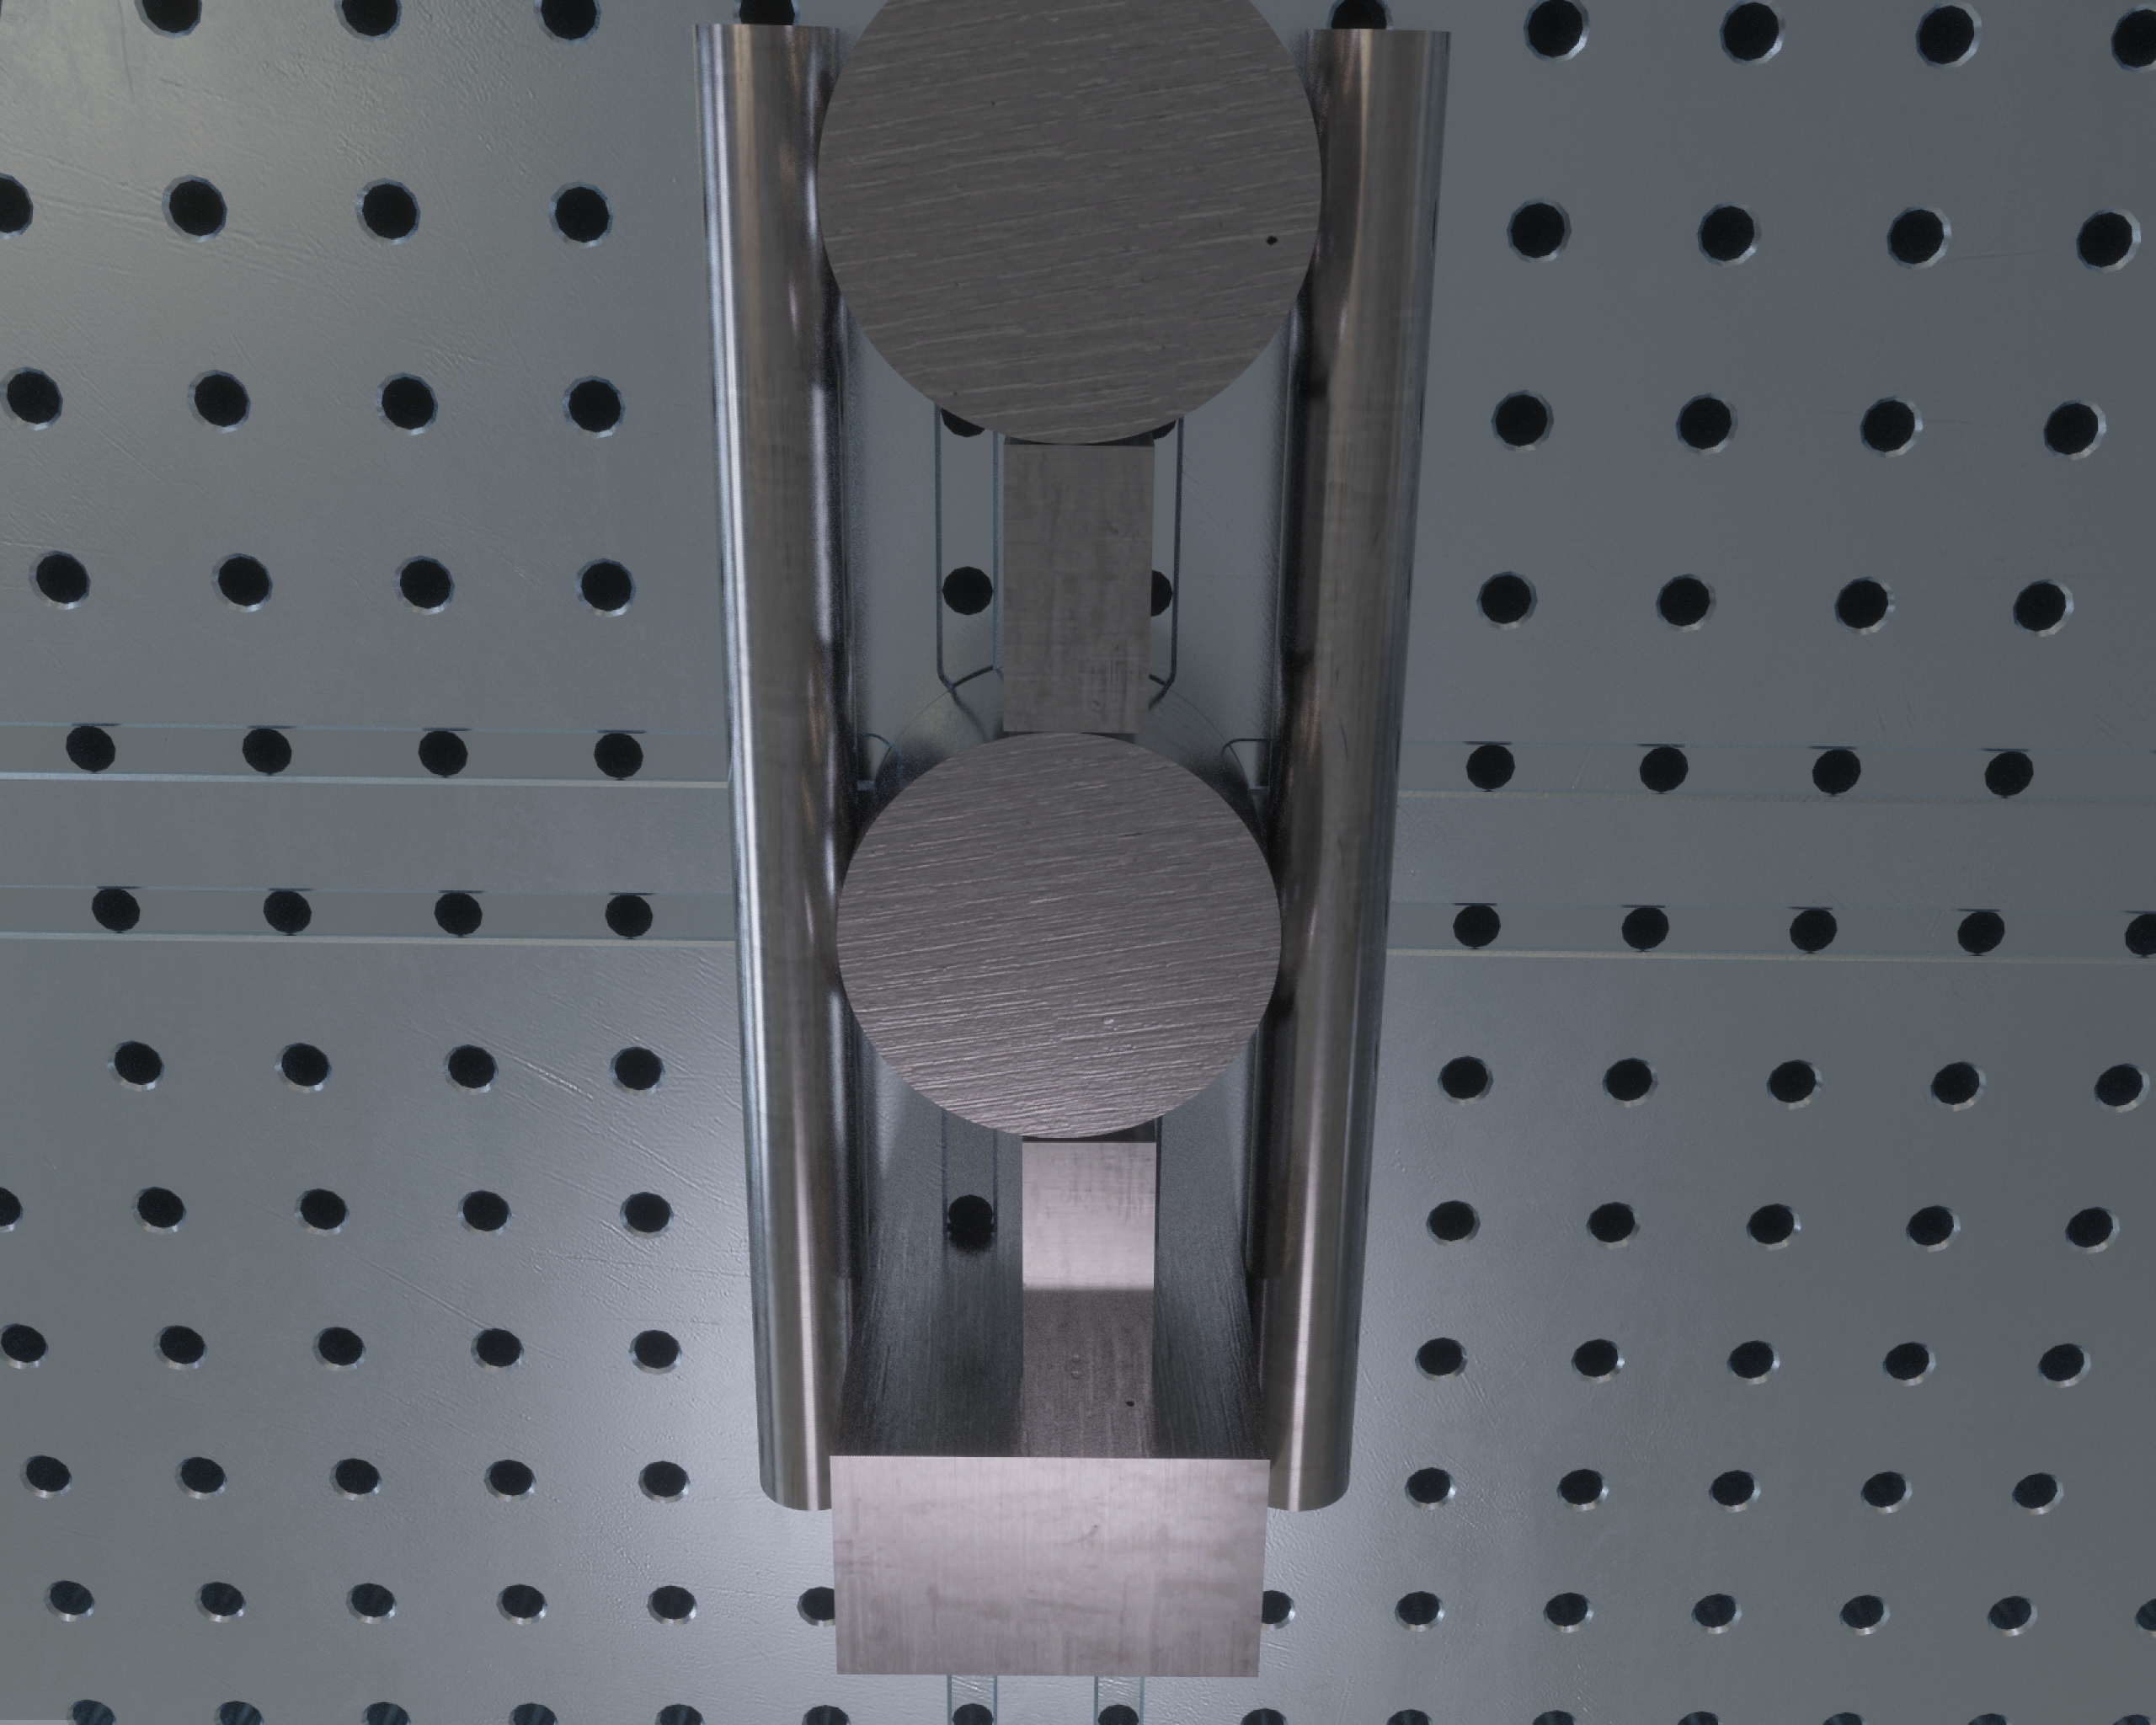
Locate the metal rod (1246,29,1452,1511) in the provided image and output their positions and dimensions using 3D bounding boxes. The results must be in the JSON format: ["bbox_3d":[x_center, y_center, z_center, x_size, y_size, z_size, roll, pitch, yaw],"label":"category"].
[{"bbox_3d":[0.050,-0.004,0.411,0.025,0.025,0.298,1,110,0],"label":"metal rod"}]

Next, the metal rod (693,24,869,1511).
[{"bbox_3d":[-0.056,-0.004,0.410,0.025,0.025,0.298,1,110,0],"label":"metal rod"}]

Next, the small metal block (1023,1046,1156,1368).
[{"bbox_3d":[0.002,0.067,0.424,0.025,0.050,0.050,0,110,0],"label":"small metal block"}]

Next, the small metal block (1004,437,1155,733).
[{"bbox_3d":[0.000,-0.055,0.378,0.025,0.050,0.050,1,110,0],"label":"small metal block"}]

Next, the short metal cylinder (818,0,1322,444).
[{"bbox_3d":[-0.001,-0.116,0.357,0.081,0.050,0.079,0,110,0],"label":"short metal cylinder"}]

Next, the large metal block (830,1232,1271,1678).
[{"bbox_3d":[-0.005,0.118,0.427,0.081,0.080,0.050,1,110,-1],"label":"large metal block"}]

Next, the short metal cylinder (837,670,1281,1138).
[{"bbox_3d":[-0.003,0.006,0.402,0.081,0.050,0.079,0,110,0],"label":"short metal cylinder"}]
